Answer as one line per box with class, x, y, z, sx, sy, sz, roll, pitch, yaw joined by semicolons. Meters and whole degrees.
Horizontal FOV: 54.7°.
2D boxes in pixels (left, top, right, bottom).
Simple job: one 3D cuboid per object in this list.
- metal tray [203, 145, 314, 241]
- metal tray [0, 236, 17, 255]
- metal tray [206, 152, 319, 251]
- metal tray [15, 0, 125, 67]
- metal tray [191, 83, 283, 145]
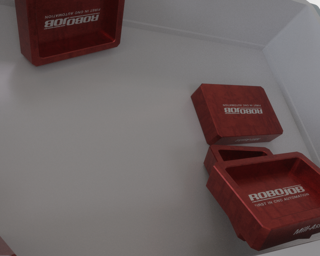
metal tray;0.116;0.072;0.375;0.091;0.030;0.130;4;33;-15
metal tray;-0.149;0.094;0.195;0.091;0.130;0.030;3;78;-32
metal tray;0.127;0.069;0.326;0.131;0.030;0.090;-4;35;-26
metal tray;-0.106;-0.136;0.386;0.131;0.089;0.030;-26;55;-37
metal tray;0.120;-0.022;0.480;0.131;0.030;0.090;-2;63;-29
